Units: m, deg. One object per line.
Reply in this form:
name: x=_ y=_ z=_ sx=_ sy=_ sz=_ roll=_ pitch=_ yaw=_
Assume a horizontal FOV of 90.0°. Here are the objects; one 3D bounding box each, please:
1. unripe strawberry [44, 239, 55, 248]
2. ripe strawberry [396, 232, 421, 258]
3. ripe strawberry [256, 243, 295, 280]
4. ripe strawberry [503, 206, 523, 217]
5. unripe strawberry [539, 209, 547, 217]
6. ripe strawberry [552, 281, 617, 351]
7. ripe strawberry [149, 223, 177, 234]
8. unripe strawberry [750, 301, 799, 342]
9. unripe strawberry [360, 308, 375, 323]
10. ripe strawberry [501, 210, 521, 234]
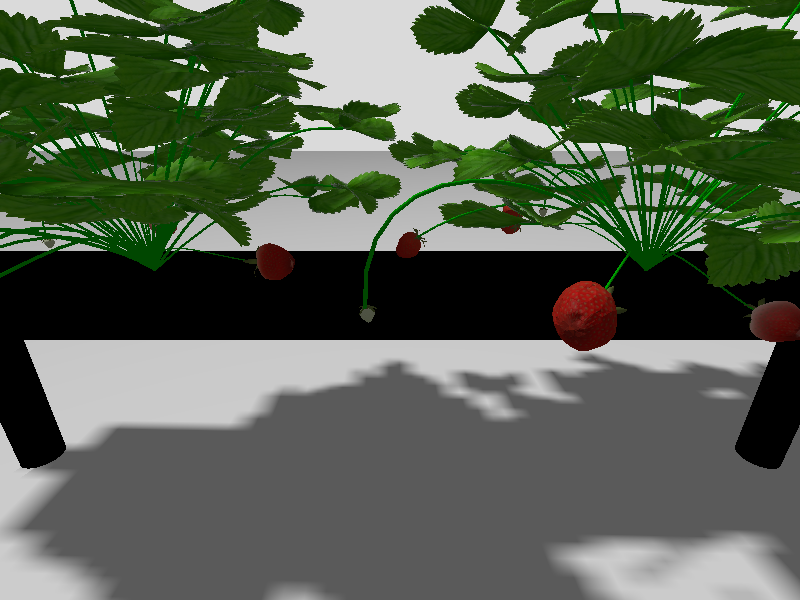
unripe strawberry: x=-0.368 y=-0.060 z=0.421 sx=0.010 sy=0.010 sz=0.009 roll=9 pitch=24 yaw=21
ripe strawberry: x=0.008 y=-0.054 z=0.401 sx=0.027 sy=0.023 sz=0.027 roll=-36 pitch=11 yaw=22
ripe strawberry: x=-0.104 y=-0.031 z=0.335 sx=0.030 sy=0.032 sz=0.028 roll=6 pitch=23 yaw=12
ripe strawberry: x=0.166 y=-0.134 z=0.588 sx=0.033 sy=0.035 sz=0.035 roll=-5 pitch=15 yaw=-13
unripe strawberry: x=0.203 y=-0.124 z=0.568 sx=0.010 sy=0.011 sz=0.011 roll=-2 pitch=22 yaw=-5
ripe strawberry: x=0.102 y=0.010 z=0.223 sx=0.034 sy=0.039 sz=0.037 roll=18 pitch=29 yaw=37
ripe strawberry: x=-0.294 y=-0.096 z=0.498 sx=0.030 sy=0.032 sz=0.033 roll=-10 pitch=24 yaw=-23
unripe strawberry: x=0.223 y=0.014 z=0.234 sx=0.024 sy=0.025 sz=0.026 roll=0 pitch=23 yaw=1
unripe strawberry: x=-0.021 y=0.010 z=0.259 sx=0.010 sy=0.010 sz=0.011 roll=-10 pitch=24 yaw=-23
ripe strawberry: x=0.137 y=-0.099 z=0.507 sx=0.029 sy=0.030 sz=0.031 roll=-12 pitch=24 yaw=-27
